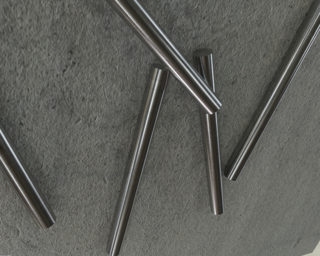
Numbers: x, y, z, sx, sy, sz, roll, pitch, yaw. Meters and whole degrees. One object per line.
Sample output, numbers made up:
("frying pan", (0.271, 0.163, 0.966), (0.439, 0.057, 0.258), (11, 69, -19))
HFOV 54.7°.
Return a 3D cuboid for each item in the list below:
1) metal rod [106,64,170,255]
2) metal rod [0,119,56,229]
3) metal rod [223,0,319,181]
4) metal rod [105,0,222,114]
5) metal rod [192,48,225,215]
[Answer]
("metal rod", (-0.035, 0.059, 0.423), (0.025, 0.025, 0.298), (1, 118, -29))
("metal rod", (-0.171, 0.002, 0.313), (0.025, 0.025, 0.298), (-23, 127, -15))
("metal rod", (0.173, -0.048, 0.470), (0.025, 0.025, 0.298), (10, 114, -33))
("metal rod", (-0.023, -0.111, 0.308), (0.025, 0.025, 0.300), (-45, 125, 3))
("metal rod", (0.077, 0.026, 0.464), (0.025, 0.025, 0.298), (-23, 127, -15))
